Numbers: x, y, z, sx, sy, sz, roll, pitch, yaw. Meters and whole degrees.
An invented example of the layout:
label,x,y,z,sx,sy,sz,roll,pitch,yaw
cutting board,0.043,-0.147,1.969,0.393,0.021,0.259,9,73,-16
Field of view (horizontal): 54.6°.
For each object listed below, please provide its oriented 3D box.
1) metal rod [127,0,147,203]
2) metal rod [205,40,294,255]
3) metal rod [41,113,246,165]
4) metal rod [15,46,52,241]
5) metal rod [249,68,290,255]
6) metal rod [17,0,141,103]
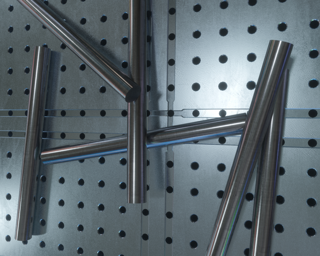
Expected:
label,x,y,z,sx,sy,sz,roll,pitch,yaw
metal rod,-0.030,-0.056,0.404,0.025,0.025,0.299,-3,82,20
metal rod,0.096,0.050,0.363,0.025,0.025,0.298,18,102,19
metal rod,-0.034,0.019,0.424,0.300,0.025,0.025,-10,87,19
metal rod,-0.198,0.025,0.483,0.025,0.025,0.298,8,93,20
metal rod,0.125,0.080,0.368,0.025,0.025,0.298,6,92,20
metal rod,-0.133,-0.133,0.436,0.300,0.025,0.025,42,104,24
